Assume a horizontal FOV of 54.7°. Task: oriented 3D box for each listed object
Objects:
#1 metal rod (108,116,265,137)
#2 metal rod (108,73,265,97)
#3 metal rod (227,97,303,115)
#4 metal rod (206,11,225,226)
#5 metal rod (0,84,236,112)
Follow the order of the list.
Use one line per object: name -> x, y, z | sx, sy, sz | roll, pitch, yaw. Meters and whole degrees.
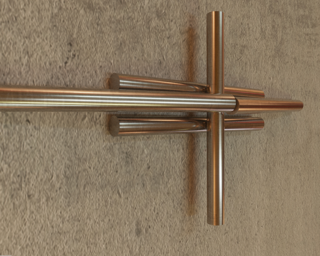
metal rod -> 0.062, -0.005, 0.460 | 0.302, 0.025, 0.025 | -1, 91, -40
metal rod -> 0.062, -0.055, 0.459 | 0.302, 0.025, 0.025 | -1, 91, -40
metal rod -> 0.194, -0.039, 0.540 | 0.302, 0.025, 0.025 | -5, 94, -50
metal rod -> 0.079, -0.013, 0.443 | 0.025, 0.025, 0.298 | 0, 90, -40
metal rod -> -0.035, -0.030, 0.345 | 0.303, 0.025, 0.025 | -2, 91, -31
